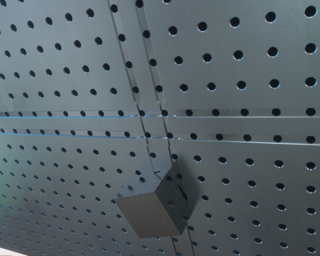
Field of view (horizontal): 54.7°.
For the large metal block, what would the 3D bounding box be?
[{"bbox_3d":[-0.010,0.118,0.472,0.080,0.050,0.080,-18,109,35],"label":"large metal block"}]
